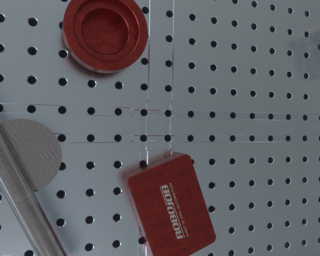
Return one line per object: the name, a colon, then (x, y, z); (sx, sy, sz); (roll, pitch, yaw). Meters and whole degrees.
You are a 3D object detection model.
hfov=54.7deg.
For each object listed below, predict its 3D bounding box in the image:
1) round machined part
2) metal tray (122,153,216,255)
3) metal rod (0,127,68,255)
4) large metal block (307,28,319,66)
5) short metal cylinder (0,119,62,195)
round machined part: (-0.068, -0.115, 0.378); (0.099, 0.042, 0.097); (0, 90, -20)
metal tray: (0.014, 0.108, 0.416); (0.091, 0.030, 0.129); (-21, 97, -19)
metal rod: (-0.145, 0.053, 0.306); (0.025, 0.025, 0.299); (-27, 99, -18)
large metal block: (0.306, -0.140, 0.512); (0.080, 0.050, 0.080); (-31, 100, -18)
short metal cylinder: (-0.152, 0.030, 0.343); (0.081, 0.050, 0.079); (0, 90, -20)
